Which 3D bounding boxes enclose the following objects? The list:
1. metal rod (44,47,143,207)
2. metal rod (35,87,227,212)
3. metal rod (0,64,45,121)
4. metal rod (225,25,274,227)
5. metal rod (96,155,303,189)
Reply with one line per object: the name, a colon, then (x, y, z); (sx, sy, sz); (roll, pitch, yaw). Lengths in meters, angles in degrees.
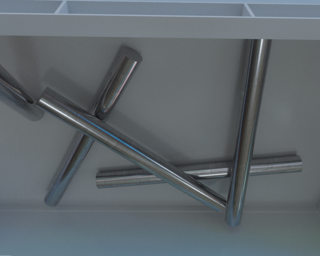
metal rod: (-0.104, 0.019, 0.423); (0.025, 0.025, 0.298); (23, 126, -19)
metal rod: (-0.020, 0.041, 0.409); (0.301, 0.025, 0.025); (34, 122, -26)
metal rod: (-0.140, -0.045, 0.248); (0.025, 0.025, 0.299); (7, 170, -6)
metal rod: (0.110, 0.020, 0.403); (0.025, 0.025, 0.298); (-1, 123, 1)
metal rod: (0.055, 0.066, 0.465); (0.302, 0.025, 0.025); (-5, 130, 4)
